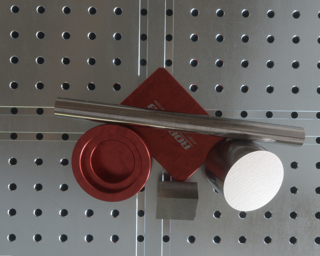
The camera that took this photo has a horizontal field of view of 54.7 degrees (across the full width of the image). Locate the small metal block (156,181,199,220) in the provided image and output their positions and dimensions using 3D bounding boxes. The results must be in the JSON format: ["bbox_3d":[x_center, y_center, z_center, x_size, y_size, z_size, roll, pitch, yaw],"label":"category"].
[{"bbox_3d":[0.021,0.094,0.400,0.050,0.025,0.050,3,133,-1],"label":"small metal block"}]

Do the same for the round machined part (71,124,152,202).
[{"bbox_3d":[-0.059,0.041,0.399,0.099,0.042,0.097,0,96,4],"label":"round machined part"}]

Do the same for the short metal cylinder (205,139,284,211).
[{"bbox_3d":[0.104,0.056,0.387,0.081,0.050,0.079,-6,110,-16],"label":"short metal cylinder"}]

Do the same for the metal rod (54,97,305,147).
[{"bbox_3d":[0.024,-0.007,0.382,0.302,0.025,0.025,7,90,-1],"label":"metal rod"}]

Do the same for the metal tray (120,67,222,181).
[{"bbox_3d":[0.014,-0.004,0.412,0.090,0.030,0.130,-43,91,0],"label":"metal tray"}]
